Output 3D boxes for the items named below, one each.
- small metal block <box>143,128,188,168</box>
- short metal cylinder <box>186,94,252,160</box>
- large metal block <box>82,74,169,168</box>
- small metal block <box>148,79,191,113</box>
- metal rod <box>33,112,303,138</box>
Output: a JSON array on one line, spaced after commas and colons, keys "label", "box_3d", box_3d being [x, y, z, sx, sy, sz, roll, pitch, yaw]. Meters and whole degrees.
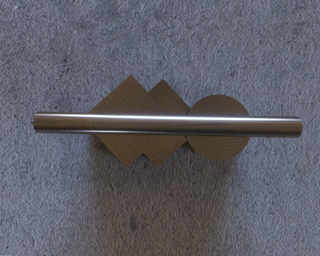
[{"label": "small metal block", "box_3d": [0.006, 0.022, 0.400, 0.050, 0.050, 0.025, -42, 91, 0]}, {"label": "short metal cylinder", "box_3d": [0.070, -0.001, 0.398, 0.081, 0.050, 0.080, 0, 90, 0]}, {"label": "large metal block", "box_3d": [-0.038, -0.008, 0.397, 0.080, 0.050, 0.080, -42, 90, 0]}, {"label": "small metal block", "box_3d": [0.011, -0.033, 0.399, 0.025, 0.050, 0.050, -43, 91, 0]}, {"label": "metal rod", "box_3d": [0.009, -0.004, 0.359, 0.302, 0.025, 0.025, 1, 90, -1]}]
